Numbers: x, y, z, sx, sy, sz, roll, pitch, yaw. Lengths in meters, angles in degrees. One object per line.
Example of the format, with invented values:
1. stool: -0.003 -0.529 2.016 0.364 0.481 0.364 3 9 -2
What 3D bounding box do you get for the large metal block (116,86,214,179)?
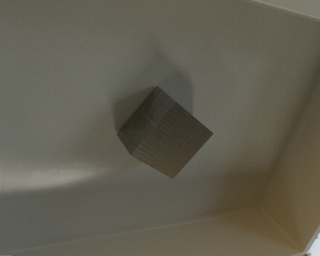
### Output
1. large metal block: 0.007 0.007 0.396 0.080 0.050 0.080 -49 129 6
